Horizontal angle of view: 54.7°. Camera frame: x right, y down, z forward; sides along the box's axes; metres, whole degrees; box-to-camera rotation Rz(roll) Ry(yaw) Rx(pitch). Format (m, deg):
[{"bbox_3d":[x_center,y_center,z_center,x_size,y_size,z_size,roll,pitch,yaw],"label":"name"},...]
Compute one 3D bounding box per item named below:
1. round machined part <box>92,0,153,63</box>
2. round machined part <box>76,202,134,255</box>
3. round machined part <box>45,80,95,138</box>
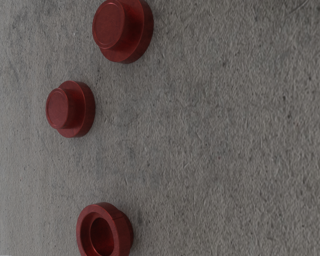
[{"bbox_3d":[-0.060,-0.144,0.443,0.098,0.042,0.097,0,90,40],"label":"round machined part"},{"bbox_3d":[-0.077,0.158,0.458,0.098,0.042,0.097,0,90,40],"label":"round machined part"},{"bbox_3d":[-0.157,-0.032,0.524,0.098,0.042,0.097,0,90,40],"label":"round machined part"}]
